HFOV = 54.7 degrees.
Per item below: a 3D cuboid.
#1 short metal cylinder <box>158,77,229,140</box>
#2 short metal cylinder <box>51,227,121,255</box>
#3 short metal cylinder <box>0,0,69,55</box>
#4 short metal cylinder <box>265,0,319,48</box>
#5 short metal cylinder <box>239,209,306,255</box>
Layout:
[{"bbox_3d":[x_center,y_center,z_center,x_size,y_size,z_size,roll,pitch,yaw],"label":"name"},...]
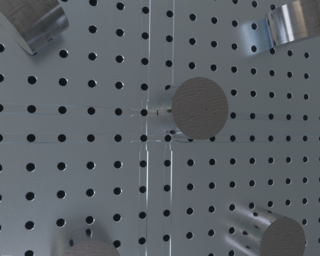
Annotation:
[{"bbox_3d":[0.043,-0.025,0.415,0.081,0.050,0.079,0,90,-20],"label":"short metal cylinder"},{"bbox_3d":[-0.088,0.165,0.367,0.081,0.050,0.079,0,90,-20],"label":"short metal cylinder"},{"bbox_3d":[-0.145,-0.126,0.330,0.050,0.080,0.080,-44,104,-14],"label":"short metal cylinder"},{"bbox_3d":[0.201,-0.154,0.457,0.081,0.080,0.050,-17,96,-19],"label":"short metal cylinder"},{"bbox_3d":[0.166,0.166,0.461,0.081,0.050,0.079,0,90,-20],"label":"short metal cylinder"}]
